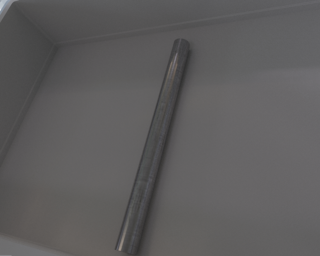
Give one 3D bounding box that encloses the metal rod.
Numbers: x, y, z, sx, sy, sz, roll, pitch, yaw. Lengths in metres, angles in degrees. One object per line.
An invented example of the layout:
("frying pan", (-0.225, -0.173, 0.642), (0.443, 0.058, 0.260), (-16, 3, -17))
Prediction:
("metal rod", (-0.003, 0.006, 0.404), (0.025, 0.025, 0.300), (1, 62, 29))
